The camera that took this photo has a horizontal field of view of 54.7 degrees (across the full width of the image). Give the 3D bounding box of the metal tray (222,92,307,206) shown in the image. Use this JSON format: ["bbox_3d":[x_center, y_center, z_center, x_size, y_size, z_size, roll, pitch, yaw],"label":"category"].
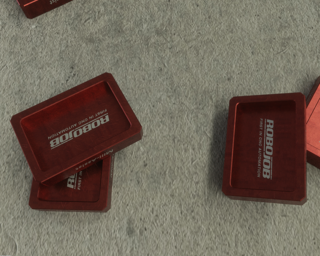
[{"bbox_3d":[0.129,0.023,0.378,0.090,0.030,0.130,-1,68,27],"label":"metal tray"}]

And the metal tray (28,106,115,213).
[{"bbox_3d":[-0.105,0.038,0.390,0.091,0.030,0.130,1,70,0],"label":"metal tray"}]

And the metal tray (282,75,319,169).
[{"bbox_3d":[0.233,-0.008,0.409,0.090,0.030,0.130,31,73,10],"label":"metal tray"}]

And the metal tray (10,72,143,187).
[{"bbox_3d":[-0.097,0.000,0.372,0.131,0.030,0.090,-27,72,-10],"label":"metal tray"}]

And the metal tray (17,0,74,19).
[{"bbox_3d":[-0.172,-0.239,0.491,0.131,0.030,0.090,-30,73,-11],"label":"metal tray"}]
